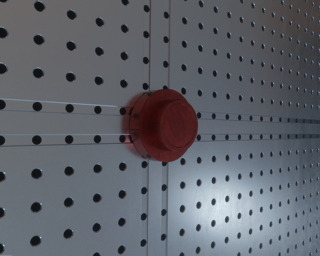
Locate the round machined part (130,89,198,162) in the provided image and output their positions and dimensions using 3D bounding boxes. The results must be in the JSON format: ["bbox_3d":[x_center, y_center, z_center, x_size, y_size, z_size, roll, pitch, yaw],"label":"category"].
[{"bbox_3d":[0.012,-0.003,0.410,0.099,0.042,0.097,0,90,-40],"label":"round machined part"}]
